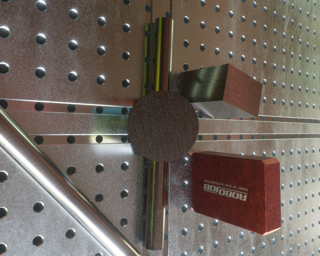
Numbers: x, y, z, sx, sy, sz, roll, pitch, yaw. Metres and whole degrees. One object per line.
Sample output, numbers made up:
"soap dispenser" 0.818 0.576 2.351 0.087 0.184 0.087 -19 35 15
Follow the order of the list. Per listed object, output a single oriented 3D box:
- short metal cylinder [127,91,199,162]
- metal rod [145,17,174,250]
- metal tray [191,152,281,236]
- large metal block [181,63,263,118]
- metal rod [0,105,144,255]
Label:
"short metal cylinder" 0.002 -0.002 0.370 0.081 0.050 0.080 0 88 -4
"metal rod" -0.001 0.006 0.408 0.025 0.025 0.298 4 87 -40
"metal tray" 0.098 0.081 0.421 0.030 0.130 0.089 -3 92 -36
"large metal block" 0.087 -0.049 0.447 0.080 0.080 0.050 18 79 -39
"metal rod" -0.080 0.095 0.341 0.025 0.025 0.299 -50 119 -28
